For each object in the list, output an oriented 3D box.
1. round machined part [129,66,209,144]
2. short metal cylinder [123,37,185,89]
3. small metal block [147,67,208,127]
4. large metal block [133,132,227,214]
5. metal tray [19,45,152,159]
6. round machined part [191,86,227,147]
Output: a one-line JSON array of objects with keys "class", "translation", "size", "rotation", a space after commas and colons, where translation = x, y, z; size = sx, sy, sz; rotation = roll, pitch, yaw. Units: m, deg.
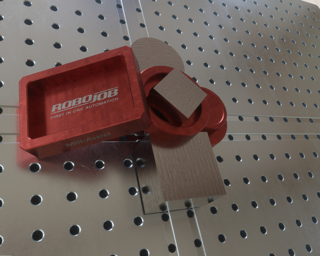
[{"class": "round machined part", "translation": [0.008, -0.024, 0.379], "size": [0.099, 0.042, 0.098], "rotation": [14, 56, -21]}, {"class": "short metal cylinder", "translation": [-0.013, -0.078, 0.432], "size": [0.081, 0.050, 0.080], "rotation": [14, 56, -21]}, {"class": "small metal block", "translation": [0.019, -0.036, 0.361], "size": [0.050, 0.025, 0.050], "rotation": [41, 51, 0]}, {"class": "large metal block", "translation": [0.021, 0.051, 0.368], "size": [0.081, 0.050, 0.080], "rotation": [1, 62, -28]}, {"class": "metal tray", "translation": [-0.082, -0.028, 0.331], "size": [0.131, 0.030, 0.090], "rotation": [-16, 65, 5]}, {"class": "round machined part", "translation": [0.054, -0.020, 0.436], "size": [0.099, 0.042, 0.098], "rotation": [14, 56, -21]}]
